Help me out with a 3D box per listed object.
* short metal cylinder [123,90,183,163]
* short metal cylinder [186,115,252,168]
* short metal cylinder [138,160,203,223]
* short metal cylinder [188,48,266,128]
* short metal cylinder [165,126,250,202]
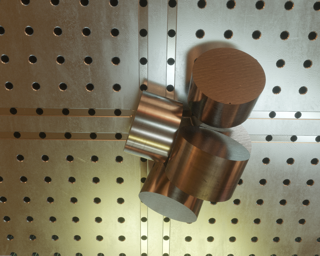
[{"bbox_3d":[-0.009,-0.002,0.383,0.050,0.080,0.079,18,109,-7],"label":"short metal cylinder"},{"bbox_3d":[0.073,0.018,0.406,0.081,0.050,0.079,0,109,0],"label":"short metal cylinder"},{"bbox_3d":[0.019,0.083,0.408,0.080,0.050,0.080,19,149,12],"label":"short metal cylinder"},{"bbox_3d":[0.075,-0.046,0.360,0.081,0.080,0.050,2,150,-1],"label":"short metal cylinder"},{"bbox_3d":[0.052,0.037,0.344,0.080,0.080,0.050,16,109,-6],"label":"short metal cylinder"}]
